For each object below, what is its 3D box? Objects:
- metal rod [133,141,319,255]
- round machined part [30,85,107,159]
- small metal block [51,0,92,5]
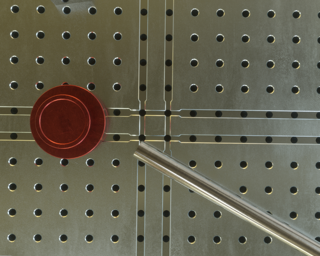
[{"bbox_3d":[0.100,0.102,0.414,0.301,0.025,0.025,30,90,-1],"label":"metal rod"},{"bbox_3d":[-0.121,-0.008,0.403,0.099,0.042,0.097,0,90,-1],"label":"round machined part"},{"bbox_3d":[-0.122,-0.196,0.412,0.050,0.025,0.050,-7,90,-1],"label":"small metal block"}]
